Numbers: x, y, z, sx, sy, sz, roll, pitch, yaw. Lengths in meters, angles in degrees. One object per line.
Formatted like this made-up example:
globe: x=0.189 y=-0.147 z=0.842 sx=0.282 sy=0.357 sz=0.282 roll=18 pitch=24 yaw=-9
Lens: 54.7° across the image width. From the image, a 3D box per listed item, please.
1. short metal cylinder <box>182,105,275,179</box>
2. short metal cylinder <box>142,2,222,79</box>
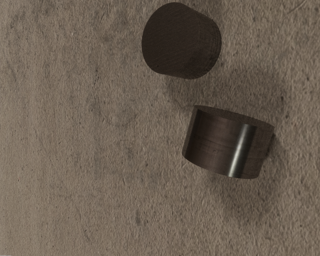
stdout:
short metal cylinder: x=0.067 y=0.012 z=0.313 sx=0.080 sy=0.081 sz=0.050 roll=23 pitch=104 yaw=37
short metal cylinder: x=0.025 y=-0.100 z=0.367 sx=0.080 sy=0.050 sz=0.079 roll=0 pitch=90 yaw=39
